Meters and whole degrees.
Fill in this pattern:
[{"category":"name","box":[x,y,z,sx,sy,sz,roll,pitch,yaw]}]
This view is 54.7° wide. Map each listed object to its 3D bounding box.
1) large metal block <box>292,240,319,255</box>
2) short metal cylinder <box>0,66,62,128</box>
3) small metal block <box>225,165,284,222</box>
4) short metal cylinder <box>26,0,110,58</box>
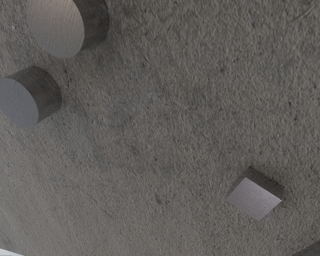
[{"category":"large metal block","box":[0.217,0.202,0.401,0.080,0.050,0.079,36,129,4]},{"category":"short metal cylinder","box":[-0.197,-0.047,0.466,0.080,0.050,0.079,13,124,21]},{"category":"small metal block","box":[0.120,0.084,0.395,0.050,0.025,0.050,33,129,6]},{"category":"short metal cylinder","box":[-0.108,-0.129,0.368,0.080,0.050,0.079,13,124,21]}]
